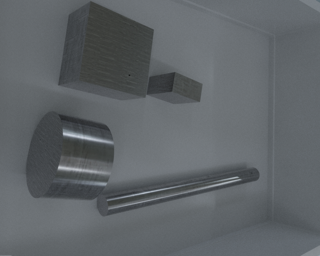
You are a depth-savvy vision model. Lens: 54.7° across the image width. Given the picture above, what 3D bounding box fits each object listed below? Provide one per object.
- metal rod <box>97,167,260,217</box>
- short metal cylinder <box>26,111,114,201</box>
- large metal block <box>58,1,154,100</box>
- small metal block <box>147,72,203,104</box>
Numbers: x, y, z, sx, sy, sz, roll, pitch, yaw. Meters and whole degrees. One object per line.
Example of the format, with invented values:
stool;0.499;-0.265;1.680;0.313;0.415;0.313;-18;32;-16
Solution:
metal rod;0.050;0.085;0.450;0.302;0.025;0.025;-2;91;-40
short metal cylinder;-0.088;0.028;0.298;0.050;0.080;0.080;15;81;-40
large metal block;-0.058;-0.079;0.343;0.081;0.050;0.080;11;83;-40
small metal block;0.019;-0.051;0.408;0.050;0.050;0.025;15;81;-39
